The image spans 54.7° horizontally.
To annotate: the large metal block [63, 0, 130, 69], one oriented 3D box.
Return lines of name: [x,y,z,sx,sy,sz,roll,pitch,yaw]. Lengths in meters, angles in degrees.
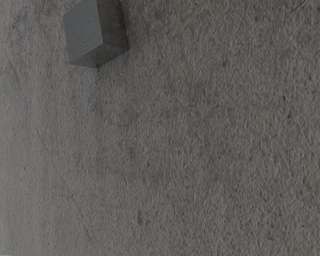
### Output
large metal block: [-0.098,-0.145,0.470,0.080,0.050,0.080,-17,79,38]
